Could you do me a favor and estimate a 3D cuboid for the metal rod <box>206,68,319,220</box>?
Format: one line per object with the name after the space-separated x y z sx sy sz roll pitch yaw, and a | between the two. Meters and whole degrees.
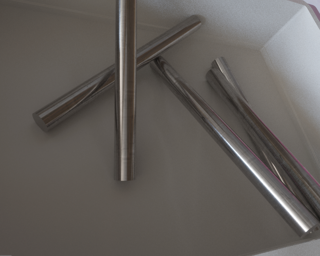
0.129 0.004 0.399 0.025 0.025 0.300 7 35 -25 | metal rod

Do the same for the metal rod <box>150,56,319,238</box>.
0.070 0.000 0.382 0.025 0.025 0.300 -10 47 -33 | metal rod

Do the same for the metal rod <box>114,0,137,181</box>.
-0.040 -0.090 0.361 0.025 0.025 0.298 2 86 -28 | metal rod

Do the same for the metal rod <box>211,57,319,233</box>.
0.156 0.015 0.482 0.025 0.025 0.299 -11 67 -33 | metal rod

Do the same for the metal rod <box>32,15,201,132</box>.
-0.037 -0.089 0.423 0.025 0.025 0.302 46 56 3 | metal rod
